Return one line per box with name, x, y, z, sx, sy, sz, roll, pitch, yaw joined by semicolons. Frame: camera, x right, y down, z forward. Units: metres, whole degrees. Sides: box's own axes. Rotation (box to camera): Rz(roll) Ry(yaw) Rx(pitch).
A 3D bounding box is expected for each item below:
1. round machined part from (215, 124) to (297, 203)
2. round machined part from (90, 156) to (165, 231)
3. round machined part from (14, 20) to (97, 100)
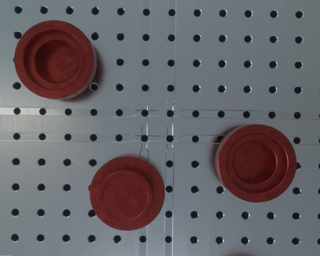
round machined part;0.121;0.044;0.406;0.099;0.042;0.097;0;90;0
round machined part;-0.043;0.086;0.405;0.099;0.042;0.097;0;90;0
round machined part;-0.131;-0.085;0.404;0.099;0.042;0.097;0;90;0
